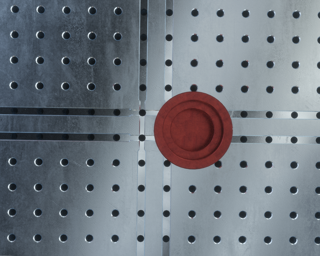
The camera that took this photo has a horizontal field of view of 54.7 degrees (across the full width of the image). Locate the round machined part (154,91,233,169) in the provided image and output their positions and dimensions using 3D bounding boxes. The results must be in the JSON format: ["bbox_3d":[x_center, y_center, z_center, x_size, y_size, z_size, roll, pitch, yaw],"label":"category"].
[{"bbox_3d":[0.042,0.003,0.405,0.099,0.042,0.097,0,90,-1],"label":"round machined part"}]
